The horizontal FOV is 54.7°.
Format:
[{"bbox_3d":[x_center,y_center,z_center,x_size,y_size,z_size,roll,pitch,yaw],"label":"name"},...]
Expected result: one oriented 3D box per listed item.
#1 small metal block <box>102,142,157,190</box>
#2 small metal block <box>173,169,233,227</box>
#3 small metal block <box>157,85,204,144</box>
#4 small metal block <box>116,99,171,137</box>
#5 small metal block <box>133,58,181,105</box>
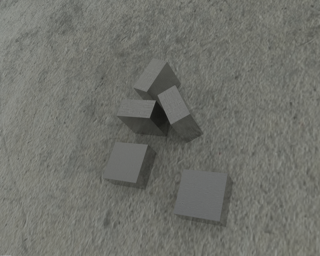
[{"bbox_3d":[-0.038,0.047,0.394,0.050,0.025,0.050,3,63,29],"label":"small metal block"},{"bbox_3d":[0.047,0.074,0.333,0.050,0.025,0.050,2,62,28],"label":"small metal block"},{"bbox_3d":[0.026,-0.016,0.383,0.025,0.050,0.050,-30,52,9],"label":"small metal block"},{"bbox_3d":[-0.020,-0.013,0.405,0.050,0.050,0.025,5,65,30],"label":"small metal block"},{"bbox_3d":[-0.003,-0.058,0.424,0.025,0.050,0.050,23,74,36],"label":"small metal block"}]
